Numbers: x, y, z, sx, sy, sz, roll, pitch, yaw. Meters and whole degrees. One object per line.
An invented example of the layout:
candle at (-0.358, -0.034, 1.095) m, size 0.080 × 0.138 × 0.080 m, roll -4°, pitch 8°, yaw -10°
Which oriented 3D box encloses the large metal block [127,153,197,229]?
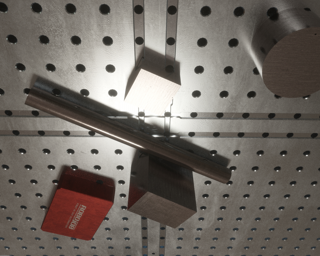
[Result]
large metal block at (0.003, 0.087, 0.450) m, size 0.080 × 0.080 × 0.050 m, roll 28°, pitch 125°, yaw -22°

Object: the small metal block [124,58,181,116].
small metal block at (-0.009, -0.048, 0.371) m, size 0.050 × 0.025 × 0.050 m, roll 21°, pitch 127°, yaw -17°

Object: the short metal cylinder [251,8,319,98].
short metal cylinder at (0.143, -0.079, 0.330) m, size 0.081 × 0.050 × 0.079 m, roll 0°, pitch 130°, yaw 0°

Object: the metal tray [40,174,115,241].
metal tray at (-0.140, 0.138, 0.524) m, size 0.091 × 0.030 × 0.129 m, roll 19°, pitch 127°, yaw -17°

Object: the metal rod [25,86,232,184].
metal rod at (-0.028, 0.017, 0.425) m, size 0.302 × 0.025 × 0.025 m, roll 24°, pitch 126°, yaw -20°
